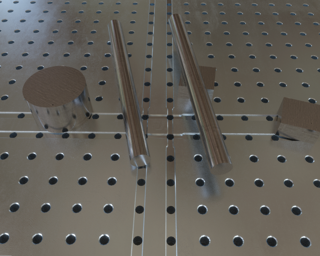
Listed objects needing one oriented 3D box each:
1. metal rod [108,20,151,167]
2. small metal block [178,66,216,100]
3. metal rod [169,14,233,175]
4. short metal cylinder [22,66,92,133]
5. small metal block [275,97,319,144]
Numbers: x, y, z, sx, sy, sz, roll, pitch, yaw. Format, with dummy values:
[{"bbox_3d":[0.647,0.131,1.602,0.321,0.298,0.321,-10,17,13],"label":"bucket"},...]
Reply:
[{"bbox_3d":[-0.053,-0.073,0.468,0.025,0.025,0.300,-9,51,-7],"label":"metal rod"},{"bbox_3d":[0.056,-0.068,0.465,0.050,0.025,0.050,8,50,6],"label":"small metal block"},{"bbox_3d":[0.047,-0.069,0.433,0.025,0.025,0.300,-6,51,-5],"label":"metal rod"},{"bbox_3d":[-0.138,-0.040,0.424,0.081,0.050,0.080,0,50,0],"label":"short metal cylinder"},{"bbox_3d":[0.187,-0.011,0.418,0.050,0.025,0.050,15,51,12],"label":"small metal block"}]
